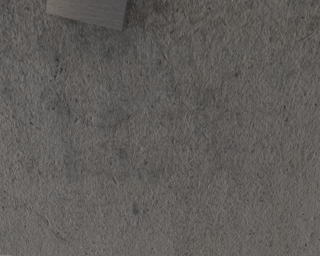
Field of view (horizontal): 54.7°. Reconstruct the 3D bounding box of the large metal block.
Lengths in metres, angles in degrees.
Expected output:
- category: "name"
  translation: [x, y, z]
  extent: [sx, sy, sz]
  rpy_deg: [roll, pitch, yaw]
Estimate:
- category: "large metal block"
  translation: [-0.071, -0.157, 0.338]
  extent: [0.081, 0.050, 0.079]
  rpy_deg: [12, 110, -5]
